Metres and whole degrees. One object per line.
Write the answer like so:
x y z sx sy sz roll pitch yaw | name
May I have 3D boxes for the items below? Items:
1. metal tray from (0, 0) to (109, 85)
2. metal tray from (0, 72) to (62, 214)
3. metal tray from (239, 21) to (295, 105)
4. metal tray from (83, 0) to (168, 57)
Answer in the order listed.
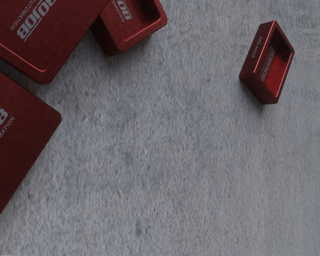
-0.109 -0.117 0.286 0.090 0.030 0.130 37 80 -28 | metal tray
-0.160 0.018 0.269 0.090 0.030 0.130 41 65 -33 | metal tray
0.201 -0.120 0.572 0.090 0.030 0.130 40 66 -33 | metal tray
-0.054 -0.161 0.357 0.090 0.030 0.130 -43 116 -32 | metal tray
